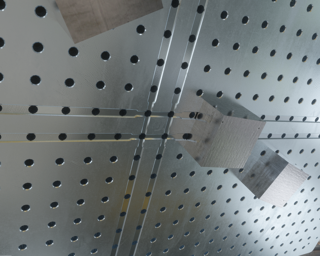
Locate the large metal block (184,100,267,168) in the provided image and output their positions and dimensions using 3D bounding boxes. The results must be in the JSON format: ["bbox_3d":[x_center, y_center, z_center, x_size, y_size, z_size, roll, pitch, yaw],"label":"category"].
[{"bbox_3d":[0.093,0.011,0.452,0.081,0.050,0.080,7,115,-31],"label":"large metal block"}]

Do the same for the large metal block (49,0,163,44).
[{"bbox_3d":[-0.055,-0.122,0.270,0.080,0.080,0.050,-27,128,-12],"label":"large metal block"}]

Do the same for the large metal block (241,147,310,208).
[{"bbox_3d":[0.210,0.092,0.565,0.080,0.050,0.080,26,104,-37],"label":"large metal block"}]
